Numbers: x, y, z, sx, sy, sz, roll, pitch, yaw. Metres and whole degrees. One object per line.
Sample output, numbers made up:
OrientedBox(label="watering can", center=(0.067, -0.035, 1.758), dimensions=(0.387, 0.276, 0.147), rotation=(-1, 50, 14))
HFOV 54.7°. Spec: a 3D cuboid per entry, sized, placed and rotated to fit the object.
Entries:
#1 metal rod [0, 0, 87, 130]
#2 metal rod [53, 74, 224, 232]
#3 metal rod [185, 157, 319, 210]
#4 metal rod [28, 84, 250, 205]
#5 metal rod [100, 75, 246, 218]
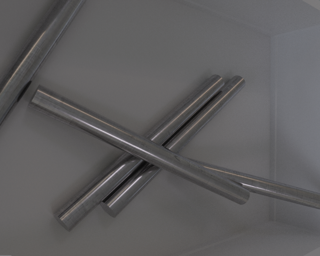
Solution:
OrientedBox(label="metal rod", center=(-0.145, -0.025, 0.284), dimensions=(0.025, 0.025, 0.300), rotation=(39, 67, -33))
OrientedBox(label="metal rod", center=(-0.006, 0.013, 0.400), dimensions=(0.302, 0.025, 0.025), rotation=(-42, 116, -32))
OrientedBox(label="metal rod", center=(0.161, 0.089, 0.464), dimensions=(0.302, 0.025, 0.025), rotation=(16, 79, -15))
OrientedBox(label="metal rod", center=(-0.003, 0.032, 0.367), dimensions=(0.301, 0.025, 0.025), rotation=(28, 72, -26))
OrientedBox(label="metal rod", center=(0.035, 0.009, 0.435), dimensions=(0.302, 0.025, 0.025), rotation=(-42, 116, -32))
